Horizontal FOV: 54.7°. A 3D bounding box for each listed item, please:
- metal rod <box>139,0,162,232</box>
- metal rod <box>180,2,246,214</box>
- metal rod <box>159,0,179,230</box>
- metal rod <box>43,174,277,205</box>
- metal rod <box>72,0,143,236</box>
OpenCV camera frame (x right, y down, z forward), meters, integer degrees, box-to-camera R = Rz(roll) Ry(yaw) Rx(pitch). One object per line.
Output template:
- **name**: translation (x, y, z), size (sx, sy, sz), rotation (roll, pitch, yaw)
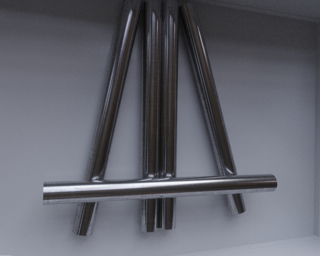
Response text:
- **metal rod**: translation (-0.012, -0.017, 0.405), size (0.025, 0.025, 0.298), rotation (1, 90, -20)
- **metal rod**: translation (0.075, -0.023, 0.437), size (0.025, 0.025, 0.298), rotation (-17, 96, -19)
- **metal rod**: translation (0.011, -0.018, 0.413), size (0.025, 0.025, 0.298), rotation (1, 90, -20)
- **metal rod**: translation (0.016, 0.074, 0.387), size (0.302, 0.025, 0.025), rotation (1, 90, -20)
- **metal rod**: translation (-0.064, -0.019, 0.386), size (0.025, 0.025, 0.298), rotation (13, 86, -20)
